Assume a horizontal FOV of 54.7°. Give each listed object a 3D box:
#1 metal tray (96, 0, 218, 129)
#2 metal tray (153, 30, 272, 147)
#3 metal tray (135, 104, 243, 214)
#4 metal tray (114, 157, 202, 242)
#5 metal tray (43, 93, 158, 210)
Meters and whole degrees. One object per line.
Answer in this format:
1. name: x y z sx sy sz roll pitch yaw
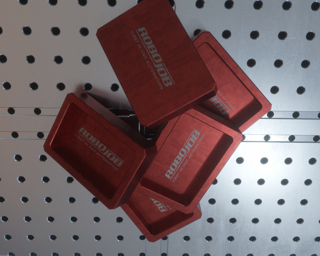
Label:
1. metal tray: -0.005 -0.075 0.351 0.090 0.030 0.130 -29 78 9
2. metal tray: 0.065 -0.046 0.394 0.090 0.030 0.130 -42 106 13
3. metal tray: 0.031 0.037 0.393 0.090 0.030 0.129 27 108 -10
4. metal tray: -0.011 0.093 0.445 0.090 0.030 0.130 -31 108 10
5. metal tray: -0.078 0.026 0.386 0.130 0.030 0.089 36 108 19
